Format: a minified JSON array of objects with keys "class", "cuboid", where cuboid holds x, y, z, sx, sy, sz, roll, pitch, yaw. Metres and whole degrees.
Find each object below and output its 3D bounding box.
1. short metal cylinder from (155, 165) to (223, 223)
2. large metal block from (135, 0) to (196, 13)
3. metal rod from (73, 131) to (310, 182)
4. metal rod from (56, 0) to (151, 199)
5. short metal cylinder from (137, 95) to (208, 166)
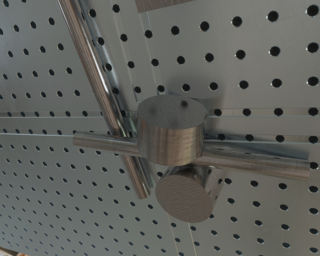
[{"class":"short metal cylinder","cuboid":[0.040,0.082,0.425,0.080,0.050,0.079,13,124,21]},{"class":"large metal block","cuboid":[0.014,-0.160,0.288,0.080,0.050,0.080,-1,118,29]},{"class":"metal rod","cuboid":[0.026,0.032,0.397,0.301,0.025,0.025,7,122,17]},{"class":"metal rod","cuboid":[-0.069,-0.026,0.431,0.025,0.025,0.298,-4,117,30]},{"class":"short metal cylinder","cuboid":[0.013,0.001,0.369,0.080,0.080,0.050,16,125,19]}]
